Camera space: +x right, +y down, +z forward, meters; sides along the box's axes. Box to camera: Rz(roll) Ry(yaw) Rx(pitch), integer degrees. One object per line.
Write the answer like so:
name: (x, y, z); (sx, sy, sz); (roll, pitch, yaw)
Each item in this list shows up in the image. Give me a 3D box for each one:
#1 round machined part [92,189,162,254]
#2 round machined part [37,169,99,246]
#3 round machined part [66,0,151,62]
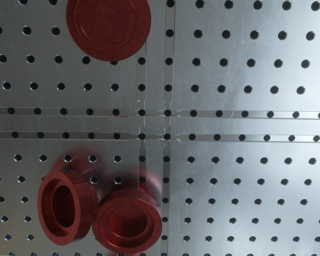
round machined part: (-0.046, 0.131, 0.452); (0.099, 0.042, 0.097); (0, 110, -1)
round machined part: (-0.122, 0.105, 0.423); (0.098, 0.042, 0.097); (-1, 88, 38)
round machined part: (-0.059, -0.126, 0.357); (0.099, 0.042, 0.097); (0, 110, -1)
